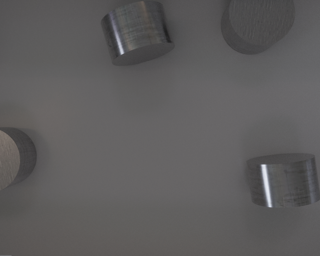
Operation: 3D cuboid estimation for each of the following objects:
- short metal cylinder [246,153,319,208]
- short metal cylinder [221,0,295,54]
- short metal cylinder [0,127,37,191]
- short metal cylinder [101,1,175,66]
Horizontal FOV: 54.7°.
[{"bbox_3d":[0.152,0.063,0.385,0.080,0.080,0.050,-8,90,0],"label":"short metal cylinder"},{"bbox_3d":[0.124,-0.140,0.400,0.081,0.050,0.080,0,90,0],"label":"short metal cylinder"},{"bbox_3d":[-0.209,0.039,0.397,0.081,0.050,0.080,0,90,0],"label":"short metal cylinder"},{"bbox_3d":[-0.027,-0.114,0.383,0.080,0.080,0.050,-16,90,0],"label":"short metal cylinder"}]
